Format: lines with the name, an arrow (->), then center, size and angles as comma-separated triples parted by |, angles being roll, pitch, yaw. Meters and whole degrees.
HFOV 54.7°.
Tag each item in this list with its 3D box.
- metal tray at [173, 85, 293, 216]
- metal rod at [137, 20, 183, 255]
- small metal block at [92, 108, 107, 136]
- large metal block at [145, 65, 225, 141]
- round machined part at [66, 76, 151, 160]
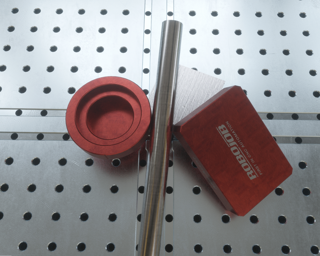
metal tray -> 0.088, 0.027, 0.369 | 0.090, 0.030, 0.130 | -37, 99, -12
metal rod -> -0.001, 0.025, 0.356 | 0.025, 0.025, 0.298 | 6, 86, 2
small metal block -> -0.073, -0.011, 0.412 | 0.050, 0.025, 0.050 | -21, 72, -8
large metal block -> 0.030, -0.031, 0.407 | 0.080, 0.050, 0.080 | 22, 71, 7
round machined part -> -0.058, -0.009, 0.373 | 0.099, 0.042, 0.098 | -1, 71, 3
